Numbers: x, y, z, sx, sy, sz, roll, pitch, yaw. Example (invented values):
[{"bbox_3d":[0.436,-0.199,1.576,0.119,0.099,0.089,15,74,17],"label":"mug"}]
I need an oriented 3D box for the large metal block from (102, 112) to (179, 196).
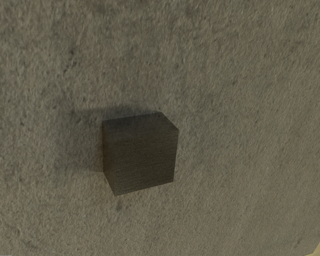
[{"bbox_3d":[-0.027,0.031,0.395,0.081,0.050,0.079,-10,123,-23],"label":"large metal block"}]
